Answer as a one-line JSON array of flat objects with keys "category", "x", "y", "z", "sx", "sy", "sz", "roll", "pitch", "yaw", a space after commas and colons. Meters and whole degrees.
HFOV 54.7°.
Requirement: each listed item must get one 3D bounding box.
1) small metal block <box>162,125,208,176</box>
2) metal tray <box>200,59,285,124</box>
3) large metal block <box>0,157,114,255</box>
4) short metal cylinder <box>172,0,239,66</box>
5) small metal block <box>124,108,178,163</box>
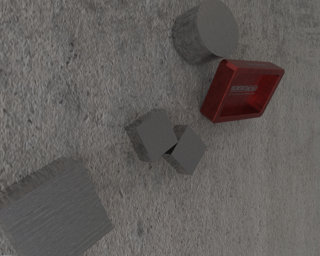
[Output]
[{"category": "small metal block", "x": 0.033, "y": 0.031, "z": 0.433, "sx": 0.050, "sy": 0.025, "sz": 0.050, "roll": 47, "pitch": 62, "yaw": -30}, {"category": "metal tray", "x": 0.130, "y": -0.057, "z": 0.481, "sx": 0.131, "sy": 0.030, "sz": 0.089, "roll": -7, "pitch": 128, "yaw": -40}, {"category": "large metal block", "x": -0.105, "y": 0.085, "z": 0.301, "sx": 0.081, "sy": 0.050, "sz": 0.080, "roll": -33, "pitch": 111, "yaw": -35}, {"category": "short metal cylinder", "x": 0.065, "y": -0.133, "z": 0.437, "sx": 0.081, "sy": 0.050, "sz": 0.080, "roll": 4, "pitch": 84, "yaw": -36}, {"category": "small metal block", "x": -0.010, "y": 0.009, "z": 0.396, "sx": 0.050, "sy": 0.025, "sz": 0.050, "roll": -36, "pitch": 112, "yaw": -34}]
